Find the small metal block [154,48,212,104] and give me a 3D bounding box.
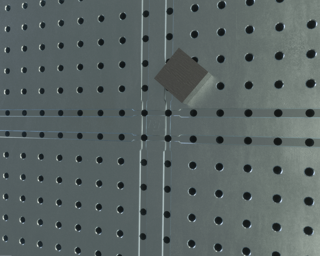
[{"bbox_3d":[0.030,-0.066,0.401,0.050,0.025,0.050,43,103,14],"label":"small metal block"}]
